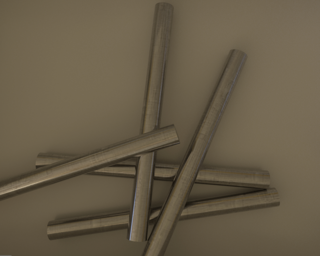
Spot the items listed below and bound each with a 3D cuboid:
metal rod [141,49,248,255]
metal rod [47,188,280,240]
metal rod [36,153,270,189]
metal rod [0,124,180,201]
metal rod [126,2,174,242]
[{"bbox_3d":[0.043,0.037,0.391,0.025,0.025,0.299,24,82,-1],"label":"metal rod"},{"bbox_3d":[0.005,0.113,0.410,0.302,0.025,0.025,-8,90,-1],"label":"metal rod"},{"bbox_3d":[-0.008,0.057,0.410,0.302,0.025,0.025,5,90,-1],"label":"metal rod"},{"bbox_3d":[-0.122,0.053,0.383,0.301,0.025,0.025,-18,90,5],"label":"metal rod"},{"bbox_3d":[-0.011,-0.013,0.393,0.025,0.025,0.298,7,84,-1],"label":"metal rod"}]
